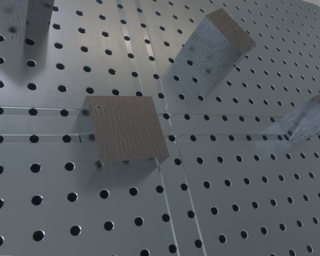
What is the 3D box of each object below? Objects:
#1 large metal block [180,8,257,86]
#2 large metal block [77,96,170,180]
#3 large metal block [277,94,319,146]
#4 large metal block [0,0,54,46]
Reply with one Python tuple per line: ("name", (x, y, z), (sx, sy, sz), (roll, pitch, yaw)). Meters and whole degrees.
("large metal block", (0.092, -0.130, 0.501), (0.080, 0.080, 0.050), (48, 51, 5))
("large metal block", (-0.045, 0.010, 0.362), (0.081, 0.050, 0.080), (-3, 63, -29))
("large metal block", (0.264, -0.018, 0.525), (0.081, 0.080, 0.050), (-17, 71, -35))
("large metal block", (-0.179, -0.163, 0.376), (0.080, 0.080, 0.050), (36, 51, -4))
